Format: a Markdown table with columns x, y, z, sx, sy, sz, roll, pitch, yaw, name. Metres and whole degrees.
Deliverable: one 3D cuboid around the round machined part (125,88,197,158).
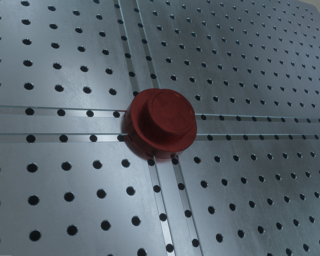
| x | y | z | sx | sy | sz | roll | pitch | yaw | name |
| --- | --- | --- | --- | --- | --- | --- | --- | --- | --- |
| 0.007 | -0.013 | 0.410 | 0.099 | 0.042 | 0.098 | 14 | 56 | -21 | round machined part |
